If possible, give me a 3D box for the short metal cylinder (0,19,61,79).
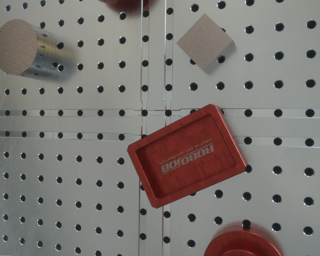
[{"bbox_3d":[-0.200,-0.117,0.468,0.080,0.050,0.079,0,90,19],"label":"short metal cylinder"}]

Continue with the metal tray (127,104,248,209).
[{"bbox_3d":[0.033,0.037,0.397,0.130,0.030,0.090,-27,81,17],"label":"metal tray"}]

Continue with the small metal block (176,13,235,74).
[{"bbox_3d":[0.058,-0.106,0.392,0.050,0.025,0.050,-45,77,14],"label":"small metal block"}]

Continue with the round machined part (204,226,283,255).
[{"bbox_3d":[0.099,0.172,0.368,0.098,0.042,0.097,0,90,19],"label":"round machined part"}]

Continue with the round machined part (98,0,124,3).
[{"bbox_3d":[-0.061,-0.220,0.424,0.098,0.042,0.097,0,90,19],"label":"round machined part"}]
